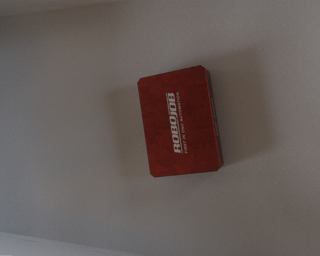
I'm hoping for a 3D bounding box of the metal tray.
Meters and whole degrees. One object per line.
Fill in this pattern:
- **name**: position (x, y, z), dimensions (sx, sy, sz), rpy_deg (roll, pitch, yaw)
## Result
- **metal tray**: position (0.026, -0.007, 0.398), dimensions (0.090, 0.030, 0.129), rpy_deg (-9, 87, 19)
